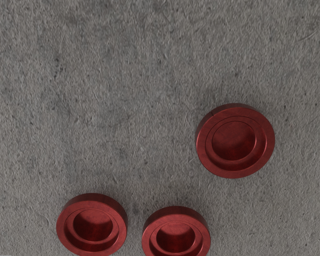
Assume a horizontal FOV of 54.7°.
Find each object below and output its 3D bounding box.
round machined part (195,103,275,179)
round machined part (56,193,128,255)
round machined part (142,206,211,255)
[{"bbox_3d":[0.095,0.014,0.406,0.099,0.042,0.097,0,110,0],"label":"round machined part"},{"bbox_3d":[-0.095,0.136,0.450,0.099,0.042,0.097,0,110,0],"label":"round machined part"},{"bbox_3d":[0.023,0.156,0.458,0.099,0.042,0.097,0,110,0],"label":"round machined part"}]
